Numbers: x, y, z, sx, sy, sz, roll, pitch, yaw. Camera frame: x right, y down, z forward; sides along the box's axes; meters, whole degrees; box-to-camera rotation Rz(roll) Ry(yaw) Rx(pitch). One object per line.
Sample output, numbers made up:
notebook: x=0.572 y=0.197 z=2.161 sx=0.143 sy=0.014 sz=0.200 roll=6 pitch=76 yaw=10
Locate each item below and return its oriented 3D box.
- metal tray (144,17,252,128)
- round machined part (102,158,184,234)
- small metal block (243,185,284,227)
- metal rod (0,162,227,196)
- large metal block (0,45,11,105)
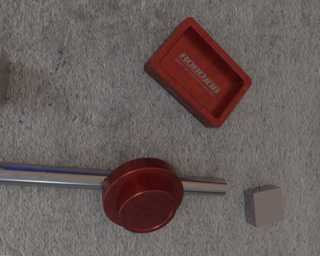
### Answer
metal tray: x=0.054 y=-0.073 z=0.426 sx=0.130 sy=0.030 sz=0.090 roll=41 pitch=77 yaw=-16
round machined part: x=-0.018 y=0.087 z=0.371 sx=0.099 sy=0.042 sz=0.097 roll=-7 pitch=122 yaw=-12
small metal block: x=0.156 y=0.116 z=0.467 sx=0.050 sy=0.025 sz=0.050 roll=-6 pitch=92 yaw=-20
metal rod: x=-0.052 y=0.067 z=0.390 sx=0.302 sy=0.025 sz=0.025 roll=7 pitch=88 yaw=-20
large metal block: x=-0.199 y=-0.055 z=0.306 sx=0.081 sy=0.080 sz=0.050 roll=6 pitch=88 yaw=-20
